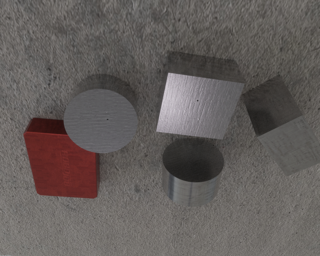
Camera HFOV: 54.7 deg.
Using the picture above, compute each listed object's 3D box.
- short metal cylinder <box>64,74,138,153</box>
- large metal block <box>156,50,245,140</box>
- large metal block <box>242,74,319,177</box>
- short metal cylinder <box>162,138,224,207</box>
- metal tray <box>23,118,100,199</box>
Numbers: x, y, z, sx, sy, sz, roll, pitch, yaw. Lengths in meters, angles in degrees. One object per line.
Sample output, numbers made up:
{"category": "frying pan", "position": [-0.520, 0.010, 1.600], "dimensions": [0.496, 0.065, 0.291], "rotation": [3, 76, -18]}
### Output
{"category": "short metal cylinder", "position": [-0.067, -0.017, 0.364], "dimensions": [0.081, 0.050, 0.079], "rotation": [-3, 118, -5]}
{"category": "large metal block", "position": [0.042, -0.037, 0.360], "dimensions": [0.081, 0.050, 0.079], "rotation": [7, 130, -6]}
{"category": "large metal block", "position": [0.147, -0.003, 0.370], "dimensions": [0.050, 0.080, 0.080], "rotation": [-30, 124, 23]}
{"category": "short metal cylinder", "position": [0.043, 0.059, 0.422], "dimensions": [0.081, 0.080, 0.050], "rotation": [1, 130, -1]}
{"category": "metal tray", "position": [-0.134, 0.048, 0.443], "dimensions": [0.091, 0.030, 0.129], "rotation": [5, 130, -4]}
